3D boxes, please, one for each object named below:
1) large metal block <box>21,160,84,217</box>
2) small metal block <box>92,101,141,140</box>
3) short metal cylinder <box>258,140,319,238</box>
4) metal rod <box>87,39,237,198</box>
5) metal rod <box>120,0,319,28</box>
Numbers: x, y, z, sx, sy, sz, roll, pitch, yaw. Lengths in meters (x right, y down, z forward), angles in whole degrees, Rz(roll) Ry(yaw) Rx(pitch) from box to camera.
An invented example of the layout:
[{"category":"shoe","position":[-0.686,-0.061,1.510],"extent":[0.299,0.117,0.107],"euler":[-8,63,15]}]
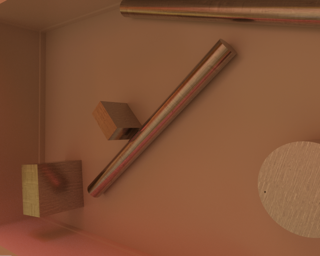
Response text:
[{"category":"large metal block","position":[-0.177,0.097,0.514],"extent":[0.050,0.081,0.080],"euler":[-7,86,39]},{"category":"small metal block","position":[-0.060,-0.010,0.438],"extent":[0.025,0.050,0.050],"euler":[-50,61,28]},{"category":"short metal cylinder","position":[0.137,0.051,0.277],"extent":[0.080,0.050,0.079],"euler":[0,90,39]},{"category":"metal rod","position":[-0.014,0.004,0.416],"extent":[0.299,0.025,0.025],"euler":[-47,63,29]},{"category":"metal rod","position":[0.064,-0.133,0.352],"extent":[0.300,0.025,0.025],"euler":[19,102,38]}]
